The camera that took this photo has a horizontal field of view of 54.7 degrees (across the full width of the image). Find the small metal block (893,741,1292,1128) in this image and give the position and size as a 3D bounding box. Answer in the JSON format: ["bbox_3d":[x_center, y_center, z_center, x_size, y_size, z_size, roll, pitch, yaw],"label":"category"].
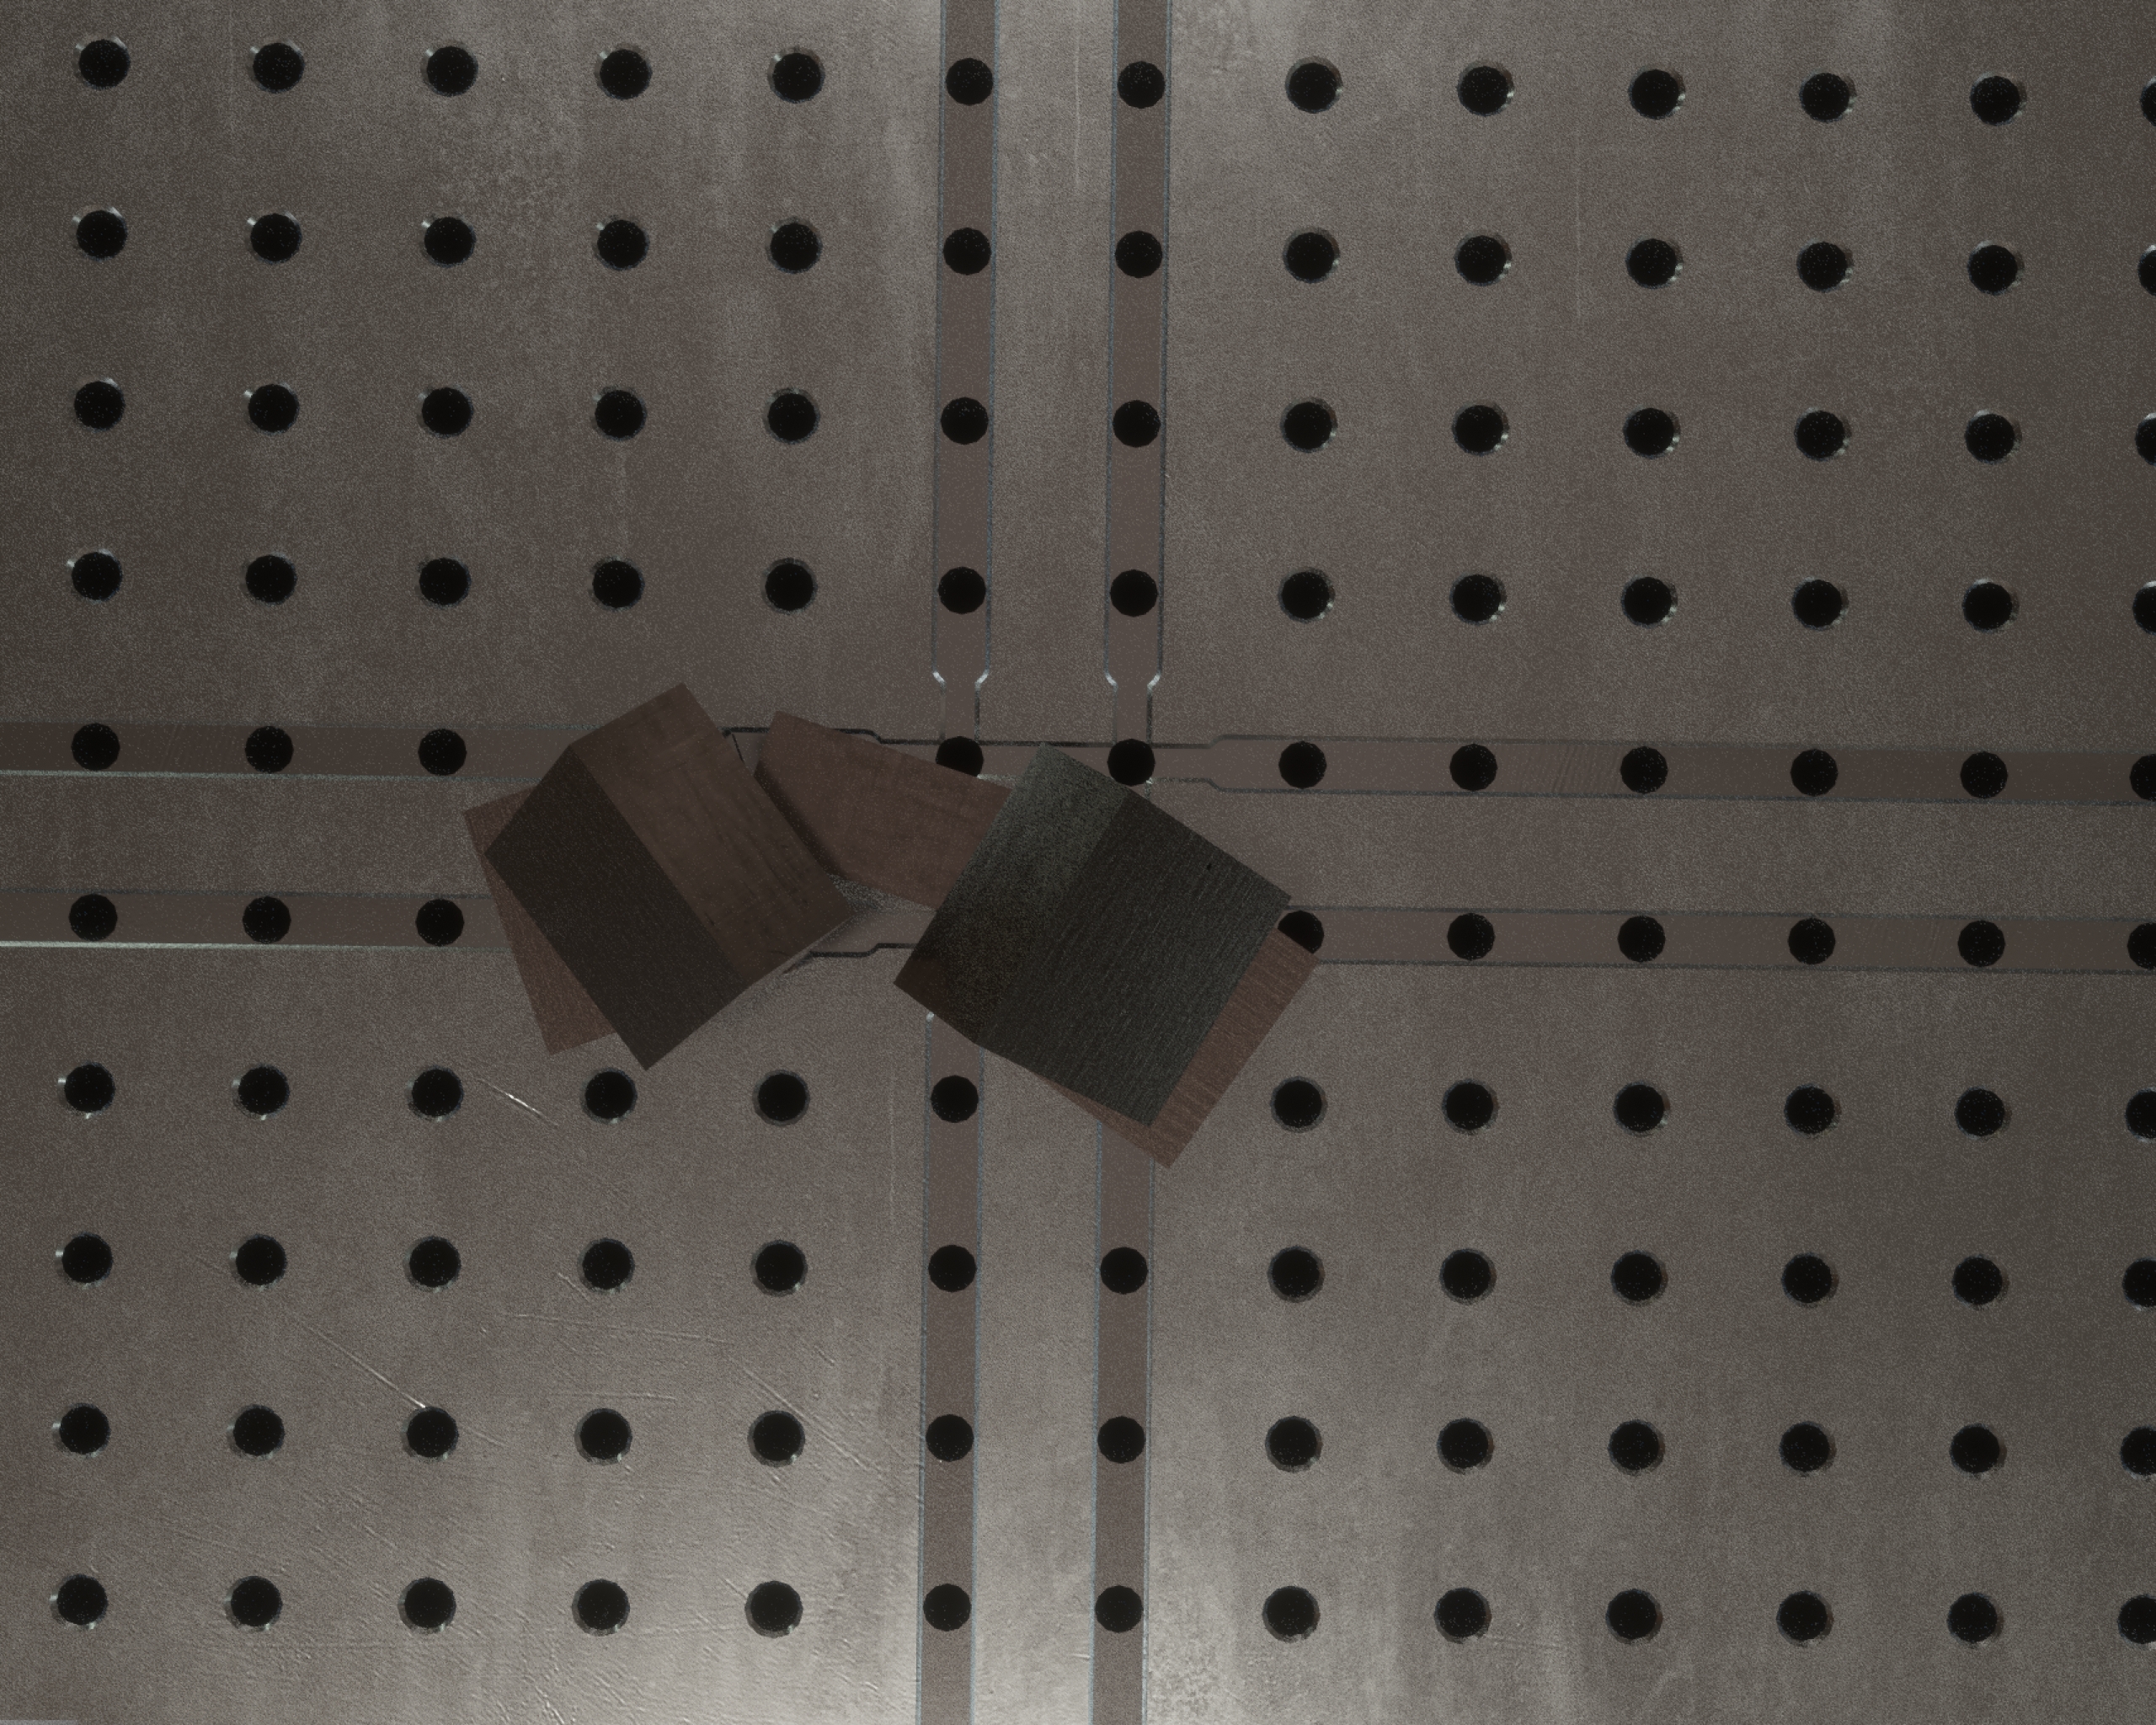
[{"bbox_3d":[0.004,0.014,0.374,0.050,0.025,0.050,32,89,-45],"label":"small metal block"}]

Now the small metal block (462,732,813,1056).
[{"bbox_3d":[-0.086,0.005,0.412,0.050,0.025,0.050,-19,90,-1],"label":"small metal block"}]

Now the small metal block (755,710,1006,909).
[{"bbox_3d":[-0.035,-0.008,0.400,0.050,0.050,0.025,19,90,-1],"label":"small metal block"}]

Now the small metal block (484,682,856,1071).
[{"bbox_3d":[-0.074,0.004,0.372,0.025,0.050,0.050,-37,91,-39],"label":"small metal block"}]

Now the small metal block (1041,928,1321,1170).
[{"bbox_3d":[0.012,0.024,0.414,0.050,0.025,0.050,36,90,-1],"label":"small metal block"}]
